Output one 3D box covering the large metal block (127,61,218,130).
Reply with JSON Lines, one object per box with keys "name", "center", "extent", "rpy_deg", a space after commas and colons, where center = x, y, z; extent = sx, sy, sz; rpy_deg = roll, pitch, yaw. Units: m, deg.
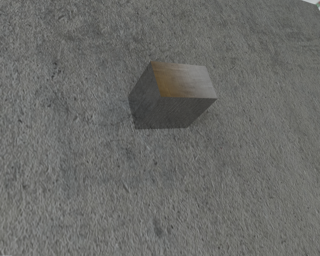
{"name": "large metal block", "center": [0.013, -0.039, 0.403], "extent": [0.081, 0.080, 0.050], "rpy_deg": [-1, 63, -29]}
